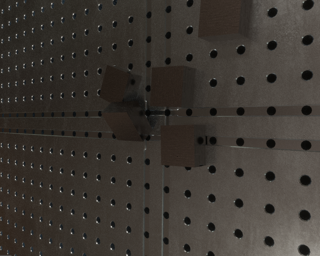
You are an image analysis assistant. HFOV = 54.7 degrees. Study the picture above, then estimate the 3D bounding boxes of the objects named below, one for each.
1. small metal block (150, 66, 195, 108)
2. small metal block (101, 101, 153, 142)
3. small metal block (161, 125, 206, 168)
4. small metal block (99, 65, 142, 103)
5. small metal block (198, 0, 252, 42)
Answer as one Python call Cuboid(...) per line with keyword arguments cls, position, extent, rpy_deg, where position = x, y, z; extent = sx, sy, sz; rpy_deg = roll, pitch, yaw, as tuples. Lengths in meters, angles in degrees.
Cuboid(cls="small metal block", position=(0.016, -0.052, 0.395), extent=(0.050, 0.025, 0.050), rpy_deg=(5, 93, 39))
Cuboid(cls="small metal block", position=(-0.045, -0.009, 0.428), extent=(0.050, 0.025, 0.050), rpy_deg=(1, 130, 39))
Cuboid(cls="small metal block", position=(0.029, 0.021, 0.384), extent=(0.050, 0.025, 0.050), rpy_deg=(-1, 89, 39))
Cuboid(cls="small metal block", position=(-0.059, -0.061, 0.456), extent=(0.050, 0.025, 0.050), rpy_deg=(27, 107, 36))
Cuboid(cls="small metal block", position=(0.073, -0.127, 0.348), extent=(0.050, 0.025, 0.050), rpy_deg=(7, 95, 39))
